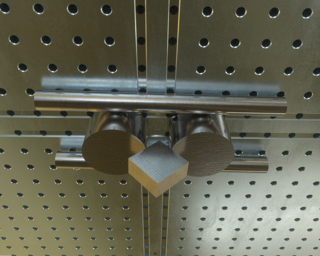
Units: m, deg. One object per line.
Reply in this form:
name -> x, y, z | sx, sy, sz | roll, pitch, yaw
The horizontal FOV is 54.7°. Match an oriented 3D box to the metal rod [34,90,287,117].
metal rod -> 0.002, -0.030, 0.381 | 0.302, 0.025, 0.025 | 1, 130, -2

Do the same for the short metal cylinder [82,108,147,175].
short metal cylinder -> -0.057, 0.016, 0.404 | 0.081, 0.050, 0.079 | 0, 130, 0

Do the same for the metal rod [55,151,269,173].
metal rod -> 0.004, 0.050, 0.450 | 0.302, 0.025, 0.025 | 2, 130, -2

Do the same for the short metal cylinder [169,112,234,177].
short metal cylinder -> 0.053, 0.019, 0.408 | 0.081, 0.050, 0.079 | 0, 130, 0

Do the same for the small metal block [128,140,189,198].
small metal block -> -0.002, 0.047, 0.370 | 0.050, 0.050, 0.025 | -29, 140, -34
